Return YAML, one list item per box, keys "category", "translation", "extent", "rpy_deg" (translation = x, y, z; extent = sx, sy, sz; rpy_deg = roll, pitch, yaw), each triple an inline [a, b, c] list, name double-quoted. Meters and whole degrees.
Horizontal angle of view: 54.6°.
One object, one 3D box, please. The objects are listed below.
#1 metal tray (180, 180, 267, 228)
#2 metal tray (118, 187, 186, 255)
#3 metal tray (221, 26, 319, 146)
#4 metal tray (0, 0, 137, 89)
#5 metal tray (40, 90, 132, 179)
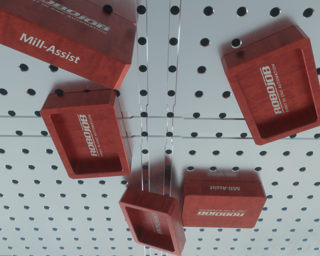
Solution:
- category: "metal tray"
  translation: [0.101, 0.129, 0.519]
  extent: [0.131, 0.030, 0.089]
  rpy_deg: [2, 130, -2]
- category: "metal tray"
  translation: [-0.010, 0.160, 0.522]
  extent: [0.090, 0.030, 0.129]
  rpy_deg: [8, 134, 22]
- category: "metal tray"
  translation: [0.139, -0.043, 0.372]
  extent: [0.090, 0.030, 0.130]
  rpy_deg: [-21, 127, 17]
- category: "metal tray"
  translation: [-0.089, -0.094, 0.288]
  extent: [0.131, 0.090, 0.030]
  rpy_deg: [21, 127, -17]
- category: "metal tray"
  translation: [-0.093, 0.013, 0.418]
  extent: [0.090, 0.030, 0.129]
  rpy_deg: [-5, 130, 4]
